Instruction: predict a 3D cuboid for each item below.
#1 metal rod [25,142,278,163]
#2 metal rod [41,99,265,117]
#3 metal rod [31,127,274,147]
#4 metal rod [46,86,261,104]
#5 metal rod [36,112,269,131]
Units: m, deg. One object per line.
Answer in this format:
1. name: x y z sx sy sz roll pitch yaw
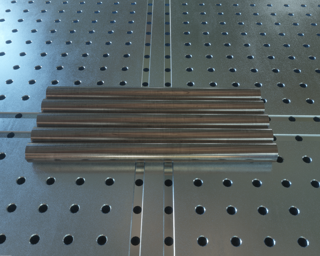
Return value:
1. metal rod: -0.009 0.030 0.382 0.302 0.025 0.025 0 50 -1
2. metal rod: -0.009 -0.027 0.430 0.302 0.025 0.025 0 50 0
3. metal rod: -0.009 0.012 0.397 0.302 0.025 0.025 0 50 0
4. metal rod: -0.009 -0.047 0.447 0.302 0.025 0.025 0 50 0
5. metal rod: -0.009 -0.008 0.414 0.302 0.025 0.025 0 50 0
